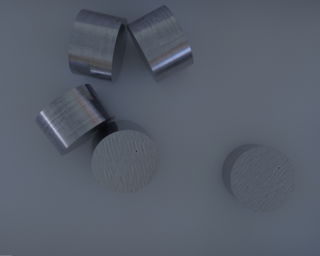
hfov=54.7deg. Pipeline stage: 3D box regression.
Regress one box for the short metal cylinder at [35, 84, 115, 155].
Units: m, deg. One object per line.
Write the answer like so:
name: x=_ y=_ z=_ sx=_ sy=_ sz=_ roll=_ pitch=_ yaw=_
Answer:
short metal cylinder: x=-0.103 y=-0.010 z=0.383 sx=0.080 sy=0.080 sz=0.050 roll=-37 pitch=90 yaw=0

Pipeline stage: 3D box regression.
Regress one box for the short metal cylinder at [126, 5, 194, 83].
short metal cylinder: x=0.000 y=-0.103 z=0.384 sx=0.050 sy=0.080 sz=0.080 roll=-29 pitch=90 yaw=0

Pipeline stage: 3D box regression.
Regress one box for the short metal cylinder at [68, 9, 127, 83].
short metal cylinder: x=-0.074 y=-0.100 z=0.383 sx=0.050 sy=0.080 sz=0.080 roll=13 pitch=90 yaw=0

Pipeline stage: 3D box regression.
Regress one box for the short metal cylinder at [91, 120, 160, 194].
short metal cylinder: x=-0.045 y=0.034 z=0.387 sx=0.081 sy=0.050 sz=0.079 roll=-3 pitch=105 yaw=-13

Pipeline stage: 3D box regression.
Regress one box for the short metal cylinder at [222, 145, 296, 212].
short metal cylinder: x=0.125 y=0.062 z=0.401 sx=0.081 sy=0.050 sz=0.079 roll=0 pitch=90 yaw=-1
